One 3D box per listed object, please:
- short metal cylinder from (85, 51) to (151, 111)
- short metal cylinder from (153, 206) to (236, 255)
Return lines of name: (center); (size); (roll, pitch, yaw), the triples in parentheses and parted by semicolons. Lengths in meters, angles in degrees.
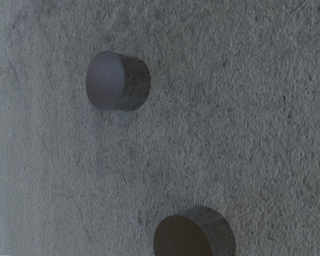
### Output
short metal cylinder: (-0.060, -0.064, 0.438); (0.080, 0.050, 0.080); (0, 90, 40)
short metal cylinder: (0.039, 0.135, 0.356); (0.080, 0.050, 0.080); (0, 90, 40)
